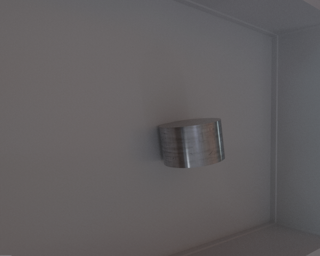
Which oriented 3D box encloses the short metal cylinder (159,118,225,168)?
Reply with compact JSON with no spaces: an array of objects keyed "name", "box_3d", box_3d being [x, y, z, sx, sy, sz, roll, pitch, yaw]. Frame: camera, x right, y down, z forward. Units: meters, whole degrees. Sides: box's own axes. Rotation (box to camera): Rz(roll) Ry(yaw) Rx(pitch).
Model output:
[{"name":"short metal cylinder","box_3d":[0.042,0.017,0.405,0.081,0.080,0.050,-12,98,-39]}]
